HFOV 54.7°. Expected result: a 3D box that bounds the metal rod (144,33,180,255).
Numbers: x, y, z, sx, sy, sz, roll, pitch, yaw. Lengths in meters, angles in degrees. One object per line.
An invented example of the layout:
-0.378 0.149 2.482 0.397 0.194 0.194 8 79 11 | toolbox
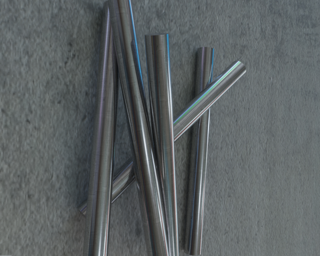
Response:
0.006 0.044 0.366 0.025 0.025 0.298 -22 118 -38 | metal rod

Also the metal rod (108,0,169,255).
-0.022 0.011 0.345 0.025 0.025 0.298 -13 98 -40 | metal rod

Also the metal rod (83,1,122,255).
-0.060 0.005 0.334 0.025 0.025 0.298 11 76 -40 | metal rod

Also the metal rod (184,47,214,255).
0.058 0.031 0.455 0.025 0.025 0.298 7 86 -40 | metal rod

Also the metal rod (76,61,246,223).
0.018 0.003 0.400 0.301 0.025 0.025 -43 117 -25 | metal rod
